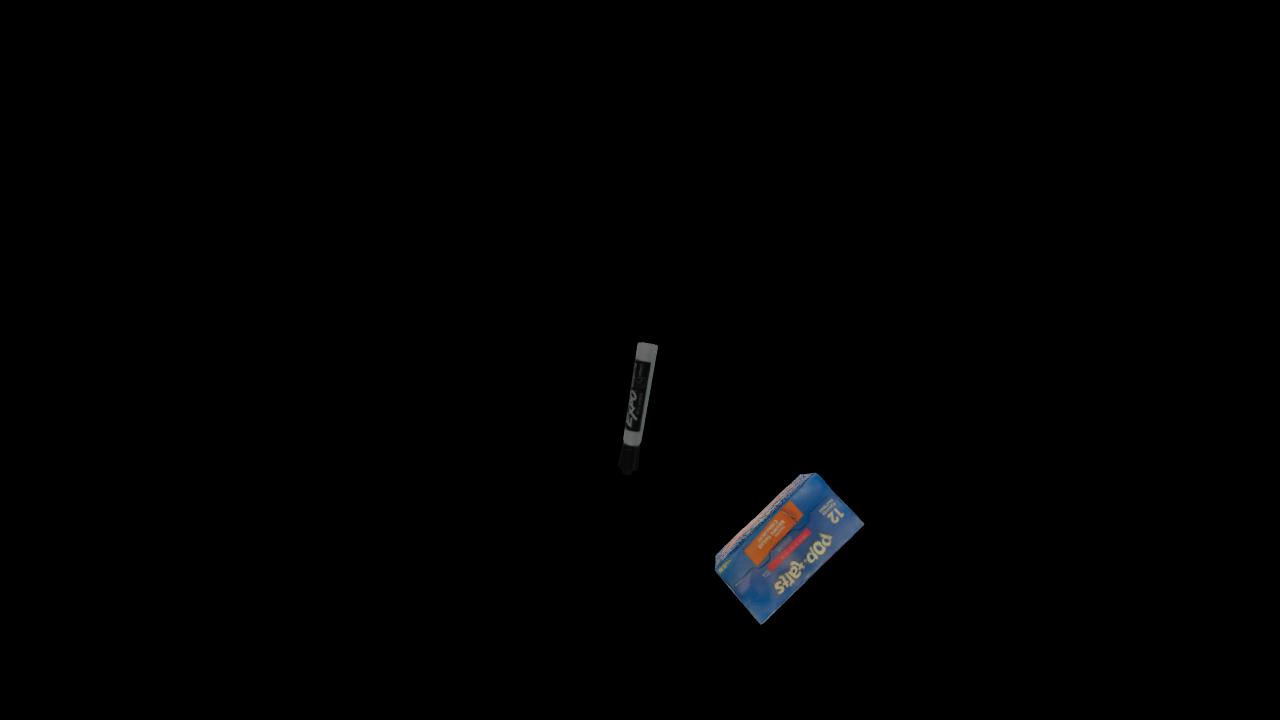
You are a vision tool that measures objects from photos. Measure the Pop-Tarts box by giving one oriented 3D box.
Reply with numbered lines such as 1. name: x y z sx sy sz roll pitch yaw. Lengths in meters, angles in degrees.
1. Pop-Tarts box: 0.179 0.227 0.771 0.167 0.083 0.141 -44 -13 -2

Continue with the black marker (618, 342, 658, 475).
1. black marker: -0.002 0.045 0.555 0.020 0.121 0.020 9 6 -1
